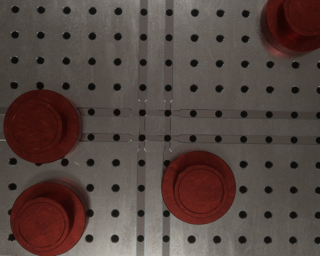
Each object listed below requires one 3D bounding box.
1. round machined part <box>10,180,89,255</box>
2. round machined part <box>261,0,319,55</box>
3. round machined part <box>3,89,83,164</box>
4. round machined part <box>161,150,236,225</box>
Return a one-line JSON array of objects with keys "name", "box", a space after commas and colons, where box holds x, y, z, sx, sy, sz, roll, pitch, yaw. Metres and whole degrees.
[{"name": "round machined part", "box": [-0.146, 0.120, 0.403, 0.099, 0.042, 0.097, 0, 90, -1]}, {"name": "round machined part", "box": [0.188, -0.149, 0.407, 0.099, 0.042, 0.097, 0, 90, -1]}, {"name": "round machined part", "box": [-0.155, -0.002, 0.403, 0.099, 0.042, 0.097, 0, 90, -1]}, {"name": "round machined part", "box": [0.051, 0.079, 0.406, 0.099, 0.042, 0.097, 0, 90, -1]}]
